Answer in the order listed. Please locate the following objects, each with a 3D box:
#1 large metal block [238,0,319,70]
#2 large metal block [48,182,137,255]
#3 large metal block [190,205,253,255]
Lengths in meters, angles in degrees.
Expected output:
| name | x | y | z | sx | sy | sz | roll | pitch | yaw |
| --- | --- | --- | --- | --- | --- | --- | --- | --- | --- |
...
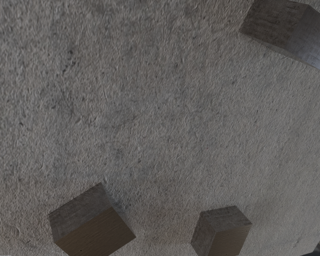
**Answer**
| name | x | y | z | sx | sy | sz | roll | pitch | yaw |
| --- | --- | --- | --- | --- | --- | --- | --- | --- | --- |
| large metal block | 0.161 | -0.119 | 0.385 | 0.081 | 0.080 | 0.050 | 13 | 111 | -34 |
| large metal block | -0.091 | 0.134 | 0.424 | 0.080 | 0.050 | 0.080 | -31 | 129 | -8 |
| large metal block | 0.112 | 0.196 | 0.573 | 0.081 | 0.050 | 0.079 | -2 | 119 | -28 |
